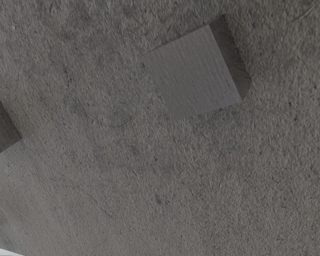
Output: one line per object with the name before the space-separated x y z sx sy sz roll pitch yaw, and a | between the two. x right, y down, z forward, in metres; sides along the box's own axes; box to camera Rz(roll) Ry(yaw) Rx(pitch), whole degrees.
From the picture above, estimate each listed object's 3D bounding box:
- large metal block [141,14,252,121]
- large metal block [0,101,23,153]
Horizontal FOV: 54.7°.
large metal block | 0.041 -0.062 0.331 0.080 0.050 0.080 -16 110 34
large metal block | -0.311 0.002 0.556 0.080 0.050 0.080 -9 114 32
